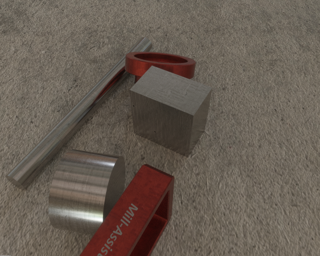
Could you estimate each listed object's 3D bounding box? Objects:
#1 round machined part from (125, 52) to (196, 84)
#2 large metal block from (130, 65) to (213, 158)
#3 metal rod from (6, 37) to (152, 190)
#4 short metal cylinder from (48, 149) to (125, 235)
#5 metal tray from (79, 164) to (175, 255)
[{"bbox_3d":[-0.001,-0.079,0.442,0.099,0.042,0.098,6,22,-2],"label":"round machined part"},{"bbox_3d":[0.013,-0.020,0.384,0.080,0.080,0.050,23,54,18],"label":"large metal block"},{"bbox_3d":[-0.094,-0.040,0.435,0.025,0.025,0.301,22,53,17],"label":"metal rod"},{"bbox_3d":[-0.070,0.064,0.313,0.050,0.080,0.080,8,51,6],"label":"short metal cylinder"},{"bbox_3d":[-0.031,0.107,0.270,0.030,0.089,0.130,23,54,18],"label":"metal tray"}]
